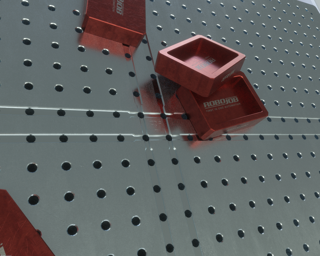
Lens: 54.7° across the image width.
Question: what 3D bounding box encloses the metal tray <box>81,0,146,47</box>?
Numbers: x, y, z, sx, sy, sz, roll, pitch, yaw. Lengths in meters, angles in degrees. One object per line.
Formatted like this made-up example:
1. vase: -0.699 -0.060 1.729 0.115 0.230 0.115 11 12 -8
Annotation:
1. metal tray: -0.070 -0.195 0.488 0.091 0.030 0.130 12 57 -22

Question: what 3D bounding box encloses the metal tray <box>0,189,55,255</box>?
1. metal tray: -0.161 0.121 0.244 0.131 0.030 0.090 -34 81 -39

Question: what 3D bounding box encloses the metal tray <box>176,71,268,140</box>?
1. metal tray: 0.099 -0.039 0.484 0.131 0.030 0.090 -14 69 -34

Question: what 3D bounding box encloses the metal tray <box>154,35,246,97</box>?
1. metal tray: 0.064 -0.099 0.469 0.090 0.030 0.131 31 39 19
